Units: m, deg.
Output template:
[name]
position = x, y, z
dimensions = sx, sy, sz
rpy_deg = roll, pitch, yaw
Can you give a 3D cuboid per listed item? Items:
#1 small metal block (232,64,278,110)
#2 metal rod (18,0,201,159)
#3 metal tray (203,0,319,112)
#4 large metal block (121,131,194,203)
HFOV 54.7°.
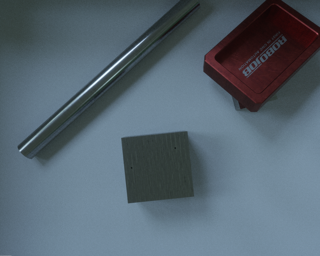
[small metal block]
position = 0.122, -0.055, 0.413
dimensions = 0.050, 0.025, 0.050
rpy_deg = -15, 90, -1
[metal rod]
position = -0.066, -0.069, 0.410
dimensions = 0.300, 0.025, 0.025
rpy_deg = -42, 91, -1
[metal tray]
position = 0.130, -0.094, 0.388
dimensions = 0.130, 0.030, 0.090
rpy_deg = -43, 74, -10
[large metal block]
position = -0.003, 0.047, 0.399
dimensions = 0.081, 0.050, 0.079
rpy_deg = -6, 90, -1
